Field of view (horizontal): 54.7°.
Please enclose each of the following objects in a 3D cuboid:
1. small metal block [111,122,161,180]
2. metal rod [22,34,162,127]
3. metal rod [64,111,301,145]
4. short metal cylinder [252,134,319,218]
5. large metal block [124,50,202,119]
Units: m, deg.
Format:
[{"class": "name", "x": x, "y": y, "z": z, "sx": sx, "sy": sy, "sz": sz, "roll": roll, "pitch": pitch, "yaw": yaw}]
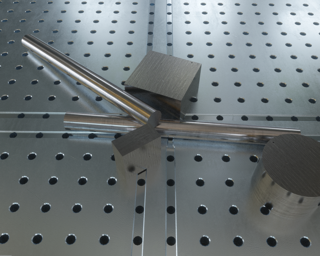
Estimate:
[{"class": "small metal block", "x": -0.027, "y": 0.028, "z": 0.368, "sx": 0.050, "sy": 0.050, "sz": 0.025, "roll": -27, "pitch": 55, "yaw": -21}, {"class": "metal rod", "x": -0.116, "y": -0.079, "z": 0.455, "sx": 0.300, "sy": 0.025, "sz": 0.025, "roll": 32, "pitch": 57, "yaw": 31}, {"class": "metal rod", "x": 0.026, "y": 0.001, "z": 0.406, "sx": 0.302, "sy": 0.025, "sz": 0.025, "roll": 4, "pitch": 50, "yaw": 3}, {"class": "short metal cylinder", "x": 0.149, "y": 0.053, "z": 0.348, "sx": 0.081, "sy": 0.050, "sz": 0.080, "roll": 0, "pitch": 50, "yaw": 0}, {"class": "large metal block", "x": 0.006, "y": -0.059, "z": 0.440, "sx": 0.080, "sy": 0.050, "sz": 0.080, "roll": 18, "pitch": 52, "yaw": 15}]
